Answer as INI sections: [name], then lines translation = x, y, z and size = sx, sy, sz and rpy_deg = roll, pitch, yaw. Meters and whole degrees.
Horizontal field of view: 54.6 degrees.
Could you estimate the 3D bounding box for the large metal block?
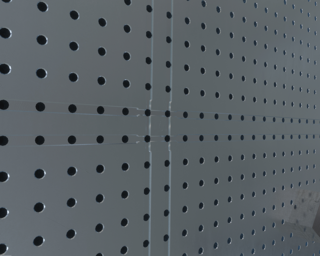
[large metal block]
translation = 0.327, 0.189, 0.665
size = 0.080, 0.050, 0.080
rpy_deg = 46, 63, -30
